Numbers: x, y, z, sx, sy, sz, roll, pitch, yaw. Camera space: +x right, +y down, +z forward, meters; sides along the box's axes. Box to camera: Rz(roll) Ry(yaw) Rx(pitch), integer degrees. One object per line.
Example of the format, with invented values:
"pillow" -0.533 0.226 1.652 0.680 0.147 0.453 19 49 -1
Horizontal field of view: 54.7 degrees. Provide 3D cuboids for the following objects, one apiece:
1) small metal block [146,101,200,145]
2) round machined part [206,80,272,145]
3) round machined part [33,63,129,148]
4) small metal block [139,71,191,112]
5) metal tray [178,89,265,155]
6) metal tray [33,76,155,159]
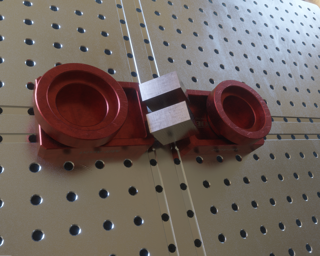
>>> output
"small metal block" 0.017 -0.005 0.385 0.050 0.050 0.025 -19 65 12
"round machined part" 0.109 -0.018 0.451 0.099 0.042 0.098 14 56 -21
"round machined part" -0.089 -0.021 0.346 0.099 0.042 0.098 14 56 -21
"small metal block" 0.007 -0.044 0.404 0.050 0.050 0.025 -19 65 12
"metal tray" 0.083 -0.009 0.455 0.131 0.030 0.090 1 62 -28
"metal tray" -0.078 -0.013 0.372 0.131 0.030 0.090 -1 64 -29
